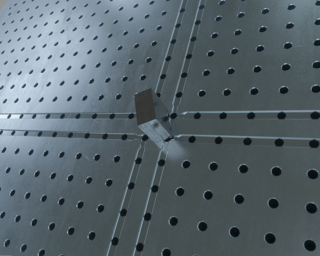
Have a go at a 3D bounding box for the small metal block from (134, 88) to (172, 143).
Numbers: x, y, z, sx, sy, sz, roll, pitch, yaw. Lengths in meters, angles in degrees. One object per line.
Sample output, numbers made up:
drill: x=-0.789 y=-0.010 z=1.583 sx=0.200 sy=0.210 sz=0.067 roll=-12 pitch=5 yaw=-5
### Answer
small metal block: x=-0.009 y=-0.016 z=0.407 sx=0.025 sy=0.050 sz=0.050 roll=-20 pitch=54 yaw=16
